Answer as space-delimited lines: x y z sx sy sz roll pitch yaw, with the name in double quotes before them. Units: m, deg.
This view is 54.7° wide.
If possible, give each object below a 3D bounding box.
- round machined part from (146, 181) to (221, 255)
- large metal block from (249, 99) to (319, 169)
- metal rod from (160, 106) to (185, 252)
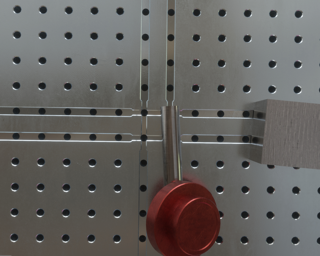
"round machined part" 0.036 0.117 0.383 0.099 0.042 0.097 1 88 -32
"large metal block" 0.167 0.008 0.402 0.080 0.050 0.080 5 90 0
"metal rod" 0.020 0.120 0.413 0.025 0.025 0.298 -3 90 0
